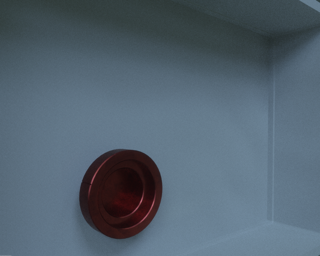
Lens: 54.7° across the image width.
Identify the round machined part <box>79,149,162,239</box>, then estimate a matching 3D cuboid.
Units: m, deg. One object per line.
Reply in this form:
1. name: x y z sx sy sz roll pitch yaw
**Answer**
1. round machined part: -0.048 0.073 0.357 0.099 0.042 0.097 0 90 -40
